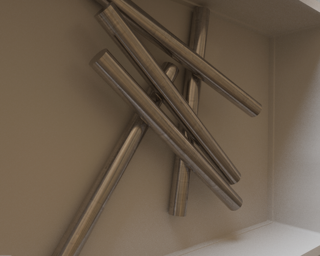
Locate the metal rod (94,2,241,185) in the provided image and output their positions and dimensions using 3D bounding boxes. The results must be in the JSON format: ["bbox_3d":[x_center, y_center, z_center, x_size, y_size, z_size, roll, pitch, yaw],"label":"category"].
[{"bbox_3d":[0.026,-0.024,0.396,0.300,0.025,0.025,49,61,-29],"label":"metal rod"}]

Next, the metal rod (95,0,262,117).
[{"bbox_3d":[0.033,-0.096,0.409,0.301,0.025,0.025,31,71,-28],"label":"metal rod"}]

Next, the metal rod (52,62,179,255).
[{"bbox_3d":[-0.051,0.042,0.365,0.025,0.025,0.300,42,64,-32],"label":"metal rod"}]

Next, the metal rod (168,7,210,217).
[{"bbox_3d":[0.043,-0.027,0.444,0.025,0.025,0.298,12,82,-40],"label":"metal rod"}]

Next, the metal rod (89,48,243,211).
[{"bbox_3d":[0.025,0.020,0.395,0.300,0.025,0.025,47,62,-30],"label":"metal rod"}]
